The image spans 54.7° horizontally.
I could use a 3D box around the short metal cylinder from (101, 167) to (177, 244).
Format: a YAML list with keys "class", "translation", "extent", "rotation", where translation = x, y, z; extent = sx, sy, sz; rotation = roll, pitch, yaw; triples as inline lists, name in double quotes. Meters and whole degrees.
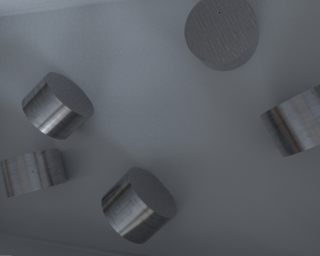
- class: "short metal cylinder"
  translation: [-0.026, 0.096, 0.389]
  extent: [0.050, 0.080, 0.080]
  rotation: [-46, 76, 14]

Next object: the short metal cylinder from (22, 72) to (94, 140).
- class: "short metal cylinder"
  translation: [-0.140, -0.031, 0.429]
  extent: [0.050, 0.080, 0.080]
  rotation: [-41, 78, 15]

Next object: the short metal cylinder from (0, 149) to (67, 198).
- class: "short metal cylinder"
  translation: [-0.179, 0.064, 0.443]
  extent: [0.080, 0.080, 0.050]
  rotation: [-16, 85, 19]

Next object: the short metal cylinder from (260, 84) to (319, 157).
- class: "short metal cylinder"
  translation: [0.155, -0.009, 0.327]
  extent: [0.080, 0.080, 0.050]
  rotation: [-29, 81, 17]

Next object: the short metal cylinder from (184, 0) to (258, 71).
- class: "short metal cylinder"
  translation: [0.075, -0.112, 0.370]
  extent: [0.080, 0.050, 0.079]
  rotation: [0, 90, 19]
